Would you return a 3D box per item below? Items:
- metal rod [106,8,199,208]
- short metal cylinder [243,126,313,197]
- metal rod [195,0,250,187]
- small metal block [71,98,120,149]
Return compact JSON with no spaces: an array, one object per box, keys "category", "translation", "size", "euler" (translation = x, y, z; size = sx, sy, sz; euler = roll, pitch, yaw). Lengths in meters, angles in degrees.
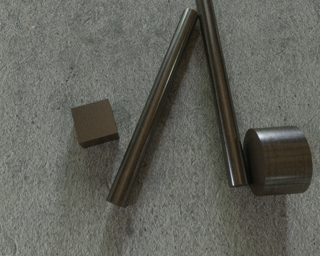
[{"category":"metal rod","translation":[-0.003,-0.040,0.422],"size":[0.025,0.025,0.300],"euler":[19,71,6]},{"category":"short metal cylinder","translation":[0.135,0.039,0.366],"size":[0.050,0.080,0.080],"euler":[-4,70,-2]},{"category":"metal rod","translation":[0.082,-0.068,0.433],"size":[0.025,0.025,0.299],"euler":[-6,70,-2]},{"category":"small metal block","translation":[-0.085,-0.006,0.410],"size":[0.050,0.025,0.050],"euler":[-16,71,-6]}]
